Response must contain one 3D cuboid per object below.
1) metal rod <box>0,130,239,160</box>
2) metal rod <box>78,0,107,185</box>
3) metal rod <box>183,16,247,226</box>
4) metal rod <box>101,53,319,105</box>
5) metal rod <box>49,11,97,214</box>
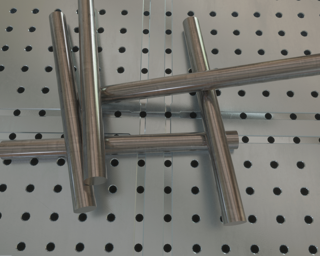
[{"bbox_3d":[-0.050,0.022,0.403,0.302,0.025,0.025,-3,70,-2],"label":"metal rod"},{"bbox_3d":[-0.093,-0.070,0.409,0.025,0.025,0.299,-8,60,-3],"label":"metal rod"},{"bbox_3d":[0.064,-0.029,0.401,0.025,0.025,0.299,-6,62,-3],"label":"metal rod"},{"bbox_3d":[0.044,-0.058,0.391,0.301,0.025,0.025,-6,70,14],"label":"metal rod"},{"bbox_3d":[-0.119,-0.039,0.405,0.025,0.025,0.299,-14,63,-5],"label":"metal rod"}]
